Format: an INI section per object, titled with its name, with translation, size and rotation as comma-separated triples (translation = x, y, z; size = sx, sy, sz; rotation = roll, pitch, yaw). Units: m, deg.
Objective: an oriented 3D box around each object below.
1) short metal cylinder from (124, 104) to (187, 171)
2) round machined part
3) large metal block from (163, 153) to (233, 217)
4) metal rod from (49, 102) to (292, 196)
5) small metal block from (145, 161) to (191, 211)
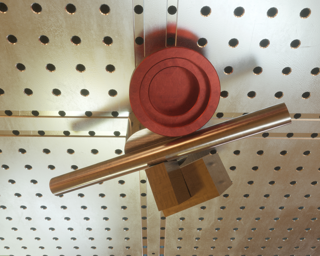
[short metal cylinder]
translation = -0.004, 0.013, 0.406
size = 0.081, 0.050, 0.079
rotation = 0, 130, 0
[round machined part]
translation = 0.015, -0.043, 0.349
size = 0.099, 0.042, 0.097
rotation = -2, 108, -6
[large metal block]
translation = 0.046, 0.077, 0.431
size = 0.080, 0.050, 0.080
rotation = -28, 170, 22
[metal rod]
translation = 0.000, 0.031, 0.371
size = 0.301, 0.025, 0.025
rotation = -19, 128, 15
[small metal block]
translation = 0.010, 0.068, 0.373
size = 0.025, 0.050, 0.050
rotation = -23, 169, 18
